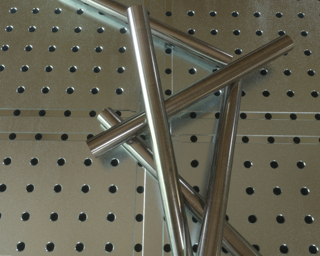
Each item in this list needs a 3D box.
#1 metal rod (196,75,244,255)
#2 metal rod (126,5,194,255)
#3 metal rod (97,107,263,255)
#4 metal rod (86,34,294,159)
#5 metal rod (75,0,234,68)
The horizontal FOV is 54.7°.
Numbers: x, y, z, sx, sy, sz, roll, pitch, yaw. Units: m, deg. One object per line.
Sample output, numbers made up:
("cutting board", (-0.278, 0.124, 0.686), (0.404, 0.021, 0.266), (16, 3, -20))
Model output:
("metal rod", (0.073, 0.054, 0.372), (0.025, 0.025, 0.300), (13, 63, 4))
("metal rod", (0.000, 0.006, 0.363), (0.025, 0.025, 0.298), (-11, 88, -4))
("metal rod", (0.031, 0.082, 0.382), (0.025, 0.025, 0.300), (-43, 76, -14))
("metal rod", (0.046, -0.046, 0.401), (0.302, 0.025, 0.025), (-29, 73, -11))
("metal rod", (-0.031, -0.162, 0.470), (0.301, 0.025, 0.025), (28, 72, 9))
